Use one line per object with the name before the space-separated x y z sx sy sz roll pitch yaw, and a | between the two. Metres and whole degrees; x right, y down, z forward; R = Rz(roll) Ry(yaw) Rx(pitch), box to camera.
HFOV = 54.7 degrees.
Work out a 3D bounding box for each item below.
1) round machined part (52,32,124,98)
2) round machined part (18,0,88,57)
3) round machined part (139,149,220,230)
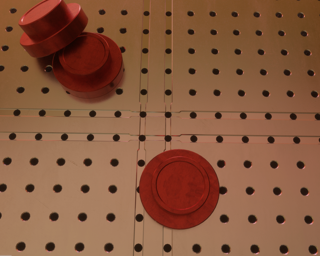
round machined part | -0.102 -0.095 0.436 0.099 0.042 0.098 0 70 -1
round machined part | -0.154 -0.146 0.430 0.098 0.042 0.098 -16 44 17
round machined part | 0.024 0.072 0.377 0.099 0.042 0.098 0 70 -1
